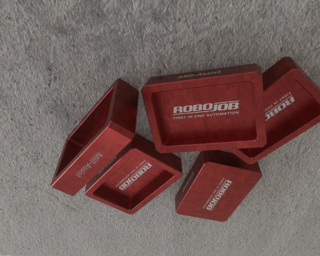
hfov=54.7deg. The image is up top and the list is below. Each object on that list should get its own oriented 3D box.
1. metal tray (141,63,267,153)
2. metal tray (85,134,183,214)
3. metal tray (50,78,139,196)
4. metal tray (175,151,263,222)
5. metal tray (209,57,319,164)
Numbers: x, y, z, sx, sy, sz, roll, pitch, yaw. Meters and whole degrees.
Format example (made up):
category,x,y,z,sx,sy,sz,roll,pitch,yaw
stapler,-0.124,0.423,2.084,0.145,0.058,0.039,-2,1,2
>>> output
category,x,y,z,sx,sy,sz,roll,pitch,yaw
metal tray,0.052,-0.019,0.359,0.130,0.030,0.089,-5,117,17
metal tray,-0.041,0.074,0.466,0.090,0.030,0.129,31,123,-24
metal tray,-0.078,0.012,0.373,0.030,0.090,0.129,32,123,-24
metal tray,0.087,0.093,0.484,0.091,0.030,0.129,13,129,-12
metal tray,0.135,-0.016,0.391,0.090,0.030,0.130,34,122,-26
